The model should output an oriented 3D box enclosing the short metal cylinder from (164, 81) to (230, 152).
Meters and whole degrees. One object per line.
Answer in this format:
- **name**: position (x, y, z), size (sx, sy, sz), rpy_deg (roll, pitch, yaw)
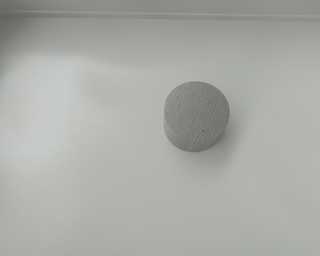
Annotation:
- **short metal cylinder**: position (0.045, -0.013, 0.402), size (0.081, 0.050, 0.080), rpy_deg (0, 70, 0)
